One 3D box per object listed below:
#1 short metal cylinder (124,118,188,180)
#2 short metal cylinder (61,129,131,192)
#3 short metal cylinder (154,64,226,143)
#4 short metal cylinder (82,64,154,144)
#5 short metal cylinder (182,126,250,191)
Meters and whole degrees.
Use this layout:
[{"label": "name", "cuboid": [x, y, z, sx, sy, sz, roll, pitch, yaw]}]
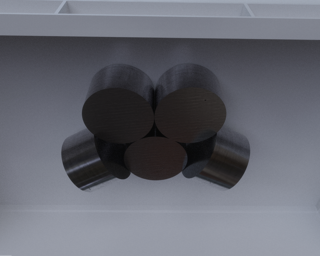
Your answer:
[{"label": "short metal cylinder", "cuboid": [-0.005, 0.024, 0.411, 0.081, 0.050, 0.079, 0, 130, 0]}, {"label": "short metal cylinder", "cuboid": [-0.080, 0.037, 0.402, 0.050, 0.080, 0.080, -24, 126, 19]}, {"label": "short metal cylinder", "cuboid": [0.034, -0.028, 0.367, 0.081, 0.050, 0.079, 0, 130, 0]}, {"label": "short metal cylinder", "cuboid": [-0.047, -0.028, 0.367, 0.081, 0.050, 0.079, 0, 130, 0]}, {"label": "short metal cylinder", "cuboid": [0.070, 0.035, 0.401, 0.050, 0.080, 0.080, 24, 126, -19]}]
